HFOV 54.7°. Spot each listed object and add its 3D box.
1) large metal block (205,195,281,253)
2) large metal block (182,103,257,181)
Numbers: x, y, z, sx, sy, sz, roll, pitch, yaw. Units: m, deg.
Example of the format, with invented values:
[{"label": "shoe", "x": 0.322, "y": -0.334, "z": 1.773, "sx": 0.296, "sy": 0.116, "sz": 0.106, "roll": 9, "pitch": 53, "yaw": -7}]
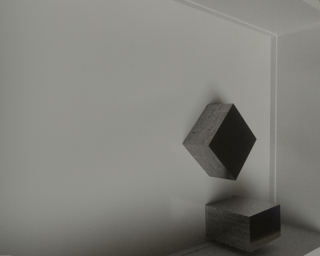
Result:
[{"label": "large metal block", "x": 0.128, "y": 0.143, "z": 0.478, "sx": 0.081, "sy": 0.080, "sz": 0.050, "roll": -4, "pitch": 93, "yaw": -40}, {"label": "large metal block", "x": 0.092, "y": 0.020, "z": 0.467, "sx": 0.080, "sy": 0.050, "sz": 0.080, "roll": 50, "pitch": 61, "yaw": -29}]
